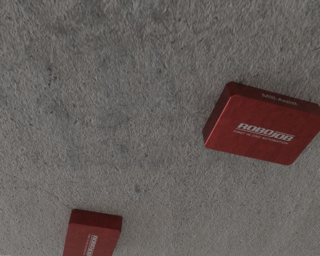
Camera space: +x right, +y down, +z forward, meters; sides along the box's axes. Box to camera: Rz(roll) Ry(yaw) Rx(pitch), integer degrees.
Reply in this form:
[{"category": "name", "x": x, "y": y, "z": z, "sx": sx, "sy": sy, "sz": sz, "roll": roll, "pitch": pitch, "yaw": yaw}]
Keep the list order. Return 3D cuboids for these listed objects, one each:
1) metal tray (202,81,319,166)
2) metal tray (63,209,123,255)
[{"category": "metal tray", "x": 0.132, "y": -0.002, "z": 0.403, "sx": 0.131, "sy": 0.030, "sz": 0.089, "roll": 13, "pitch": 129, "yaw": -11}, {"category": "metal tray", "x": -0.128, "y": 0.206, "z": 0.578, "sx": 0.091, "sy": 0.030, "sz": 0.129, "roll": 12, "pitch": 129, "yaw": -11}]
